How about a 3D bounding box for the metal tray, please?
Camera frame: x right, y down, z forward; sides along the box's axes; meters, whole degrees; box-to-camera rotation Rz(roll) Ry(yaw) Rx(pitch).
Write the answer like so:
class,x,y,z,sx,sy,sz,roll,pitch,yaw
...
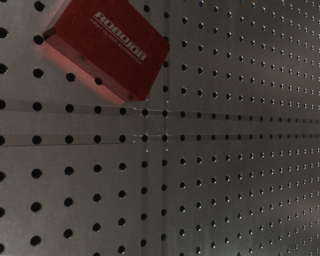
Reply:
class,x,y,z,sx,sy,sz,roll,pitch,yaw
metal tray,-0.054,-0.101,0.362,0.130,0.030,0.090,37,67,-34
